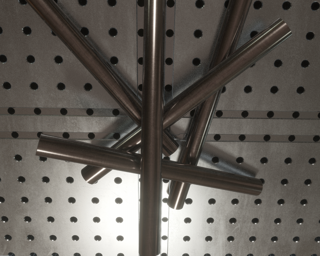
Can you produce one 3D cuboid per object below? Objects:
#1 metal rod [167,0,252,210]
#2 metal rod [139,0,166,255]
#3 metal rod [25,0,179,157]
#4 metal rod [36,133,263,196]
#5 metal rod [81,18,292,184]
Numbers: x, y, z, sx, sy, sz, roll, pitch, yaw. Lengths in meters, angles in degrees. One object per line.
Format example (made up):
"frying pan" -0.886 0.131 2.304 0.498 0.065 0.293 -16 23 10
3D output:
"metal rod" 0.059 -0.023 0.405 0.025 0.025 0.298 14 109 -5
"metal rod" -0.009 -0.005 0.358 0.025 0.025 0.298 1 90 -1
"metal rod" -0.078 -0.078 0.383 0.025 0.025 0.300 -38 106 12
"metal rod" 0.004 0.052 0.392 0.302 0.025 0.025 14 110 -22
"metal rod" 0.022 -0.024 0.377 0.300 0.025 0.025 -37 106 12
